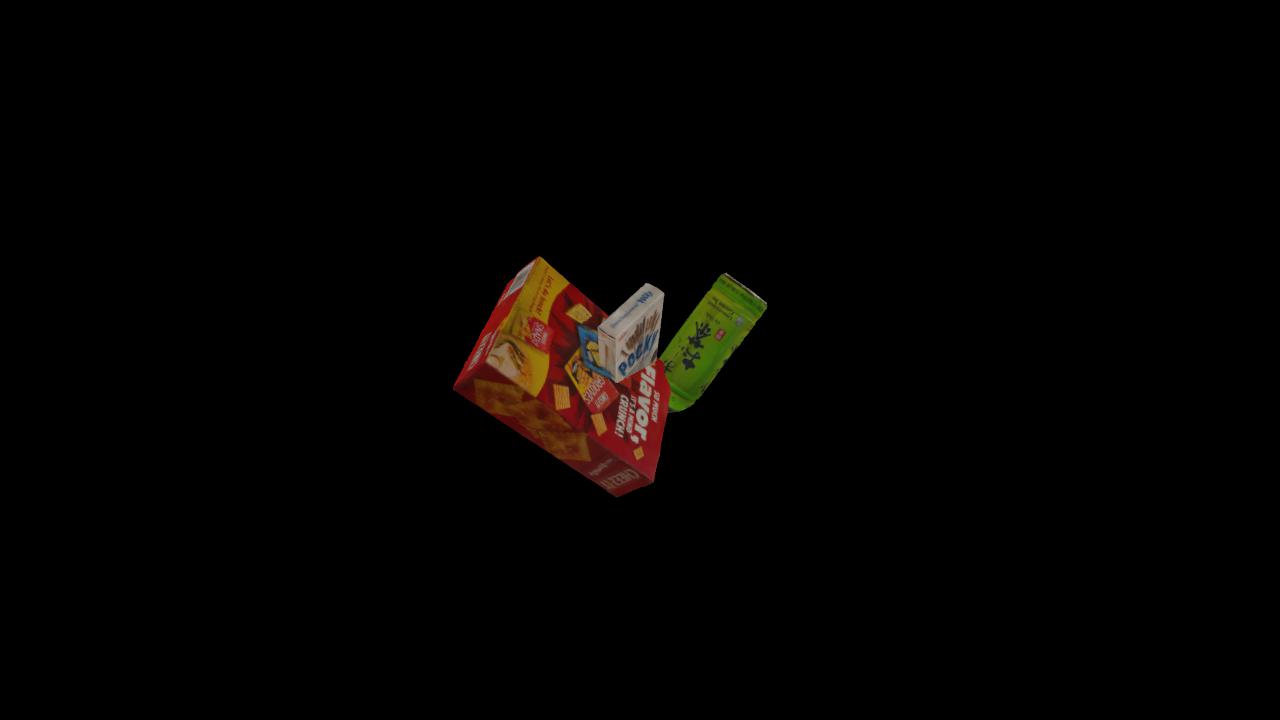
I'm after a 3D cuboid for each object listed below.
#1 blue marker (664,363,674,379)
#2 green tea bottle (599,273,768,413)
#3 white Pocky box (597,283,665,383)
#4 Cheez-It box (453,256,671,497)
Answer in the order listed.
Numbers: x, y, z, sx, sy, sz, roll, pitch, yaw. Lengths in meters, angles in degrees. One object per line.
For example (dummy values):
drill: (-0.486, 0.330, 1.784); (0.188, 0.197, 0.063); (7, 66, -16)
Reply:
blue marker: (-0.050, 0.021, 0.741); (0.020, 0.121, 0.020); (-20, -13, -5)
green tea bottle: (0.067, -0.002, 0.754); (0.073, 0.212, 0.073); (34, 11, -8)
white Pocky box: (-0.012, -0.006, 0.681); (0.028, 0.084, 0.154); (32, -32, 20)
Cheez-It box: (-0.067, 0.020, 0.668); (0.223, 0.166, 0.071); (39, -48, -24)
